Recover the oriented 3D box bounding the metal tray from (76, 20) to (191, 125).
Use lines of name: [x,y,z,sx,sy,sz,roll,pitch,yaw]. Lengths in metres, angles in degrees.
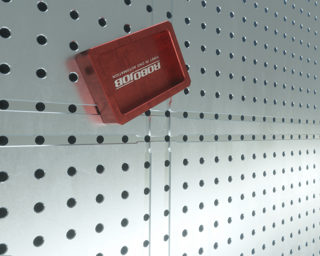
metal tray: [-0.025,-0.070,0.383,0.131,0.030,0.090,-33,111,-35]
